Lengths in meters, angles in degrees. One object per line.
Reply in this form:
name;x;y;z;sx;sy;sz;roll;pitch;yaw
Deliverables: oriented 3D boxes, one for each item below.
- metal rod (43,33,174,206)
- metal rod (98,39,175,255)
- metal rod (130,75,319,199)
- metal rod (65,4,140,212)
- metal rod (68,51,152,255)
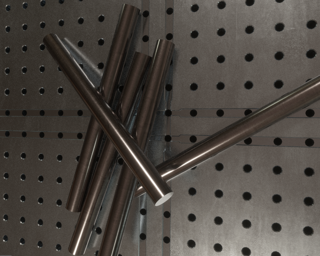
metal rod;-0.080;-0.027;0.408;0.025;0.025;0.300;-45;65;14
metal rod;-0.031;0.032;0.402;0.025;0.025;0.298;14;87;19
metal rod;0.080;0.014;0.383;0.300;0.025;0.025;-31;80;17
metal rod;-0.083;-0.024;0.440;0.025;0.025;0.298;19;96;18
metal rod;-0.072;0.040;0.436;0.025;0.025;0.298;22;97;18
